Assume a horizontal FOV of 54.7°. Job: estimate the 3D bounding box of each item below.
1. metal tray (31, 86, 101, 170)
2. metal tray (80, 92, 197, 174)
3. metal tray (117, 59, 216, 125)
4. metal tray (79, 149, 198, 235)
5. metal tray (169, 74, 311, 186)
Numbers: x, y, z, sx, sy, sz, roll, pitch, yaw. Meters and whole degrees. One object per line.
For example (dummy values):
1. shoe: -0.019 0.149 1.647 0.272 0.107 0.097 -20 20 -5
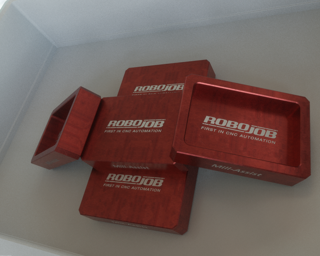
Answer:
1. metal tray: -0.133 0.005 0.429 0.130 0.030 0.090 -20 49 53
2. metal tray: -0.024 0.005 0.372 0.130 0.030 0.090 -1 61 27
3. metal tray: 0.004 -0.044 0.424 0.130 0.030 0.090 0 61 27
4. metal tray: -0.025 0.070 0.370 0.130 0.030 0.090 0 61 27
5. metal tray: 0.082 0.001 0.317 0.131 0.030 0.090 12 65 1
